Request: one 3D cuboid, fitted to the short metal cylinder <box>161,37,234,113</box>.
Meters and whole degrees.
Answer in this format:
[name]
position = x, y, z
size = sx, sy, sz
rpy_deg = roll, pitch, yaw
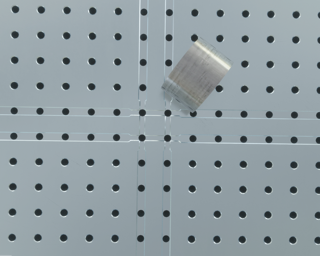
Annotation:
[short metal cylinder]
position = 0.046, -0.065, 0.386
size = 0.050, 0.080, 0.080
rpy_deg = 38, 90, -1
